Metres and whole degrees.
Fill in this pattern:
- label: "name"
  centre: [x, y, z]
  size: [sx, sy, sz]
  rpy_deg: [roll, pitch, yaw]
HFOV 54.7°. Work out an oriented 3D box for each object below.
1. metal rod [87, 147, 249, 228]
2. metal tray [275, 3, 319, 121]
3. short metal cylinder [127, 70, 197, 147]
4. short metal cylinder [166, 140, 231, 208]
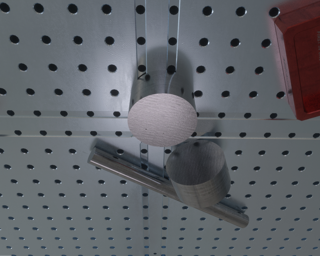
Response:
- label: "metal rod"
  centre: [0.026, 0.103, 0.499]
  size: [0.301, 0.025, 0.025]
  rpy_deg: [27, 125, -22]
- label: "metal tray"
  centre: [0.188, -0.075, 0.346]
  size: [0.090, 0.030, 0.130]
  rpy_deg: [-18, 128, 14]
- label: "short metal cylinder"
  centre: [0.003, -0.023, 0.376]
  size: [0.081, 0.050, 0.079]
  rpy_deg: [0, 130, 0]
- label: "short metal cylinder"
  centre: [0.054, 0.062, 0.429]
  size: [0.080, 0.080, 0.050]
  rpy_deg: [-14, 129, 11]
